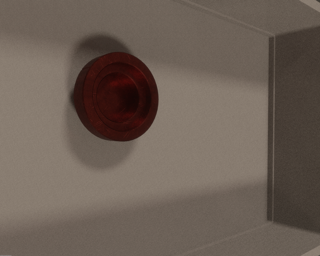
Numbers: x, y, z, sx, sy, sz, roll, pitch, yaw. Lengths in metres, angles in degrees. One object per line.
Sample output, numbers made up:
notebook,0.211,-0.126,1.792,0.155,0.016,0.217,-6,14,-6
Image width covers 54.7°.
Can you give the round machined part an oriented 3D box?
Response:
round machined part,-0.053,-0.034,0.353,0.099,0.042,0.097,0,90,-40
